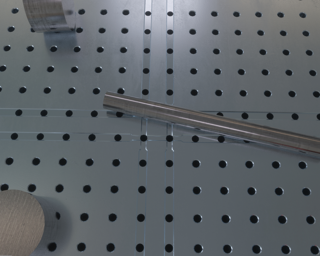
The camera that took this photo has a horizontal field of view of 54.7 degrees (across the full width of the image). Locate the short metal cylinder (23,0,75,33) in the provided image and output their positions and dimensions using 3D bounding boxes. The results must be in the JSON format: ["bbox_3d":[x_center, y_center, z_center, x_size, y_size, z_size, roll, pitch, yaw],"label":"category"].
[{"bbox_3d":[-0.158,-0.181,0.447,0.050,0.080,0.080,-4,70,-2],"label":"short metal cylinder"}]

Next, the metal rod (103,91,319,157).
[{"bbox_3d":[0.073,-0.005,0.414,0.302,0.025,0.025,13,71,4],"label":"metal rod"}]

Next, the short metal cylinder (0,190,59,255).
[{"bbox_3d":[-0.164,0.114,0.355,0.081,0.050,0.080,0,70,0],"label":"short metal cylinder"}]
